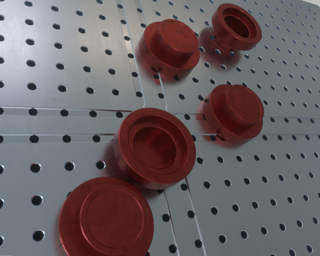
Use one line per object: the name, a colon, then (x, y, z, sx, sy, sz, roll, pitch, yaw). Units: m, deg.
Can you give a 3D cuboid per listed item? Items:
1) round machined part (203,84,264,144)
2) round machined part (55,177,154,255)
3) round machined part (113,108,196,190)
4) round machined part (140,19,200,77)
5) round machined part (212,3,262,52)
round machined part: (0.120, -0.028, 0.478, 0.099, 0.042, 0.098, 13, 56, -21)
round machined part: (-0.051, 0.095, 0.312, 0.099, 0.042, 0.098, 13, 56, -21)
round machined part: (-0.009, 0.028, 0.375, 0.099, 0.042, 0.098, 14, 56, -21)
round machined part: (0.021, -0.132, 0.488, 0.099, 0.042, 0.098, 13, 56, -21)
round machined part: (0.138, -0.183, 0.582, 0.099, 0.042, 0.098, 13, 56, -21)
